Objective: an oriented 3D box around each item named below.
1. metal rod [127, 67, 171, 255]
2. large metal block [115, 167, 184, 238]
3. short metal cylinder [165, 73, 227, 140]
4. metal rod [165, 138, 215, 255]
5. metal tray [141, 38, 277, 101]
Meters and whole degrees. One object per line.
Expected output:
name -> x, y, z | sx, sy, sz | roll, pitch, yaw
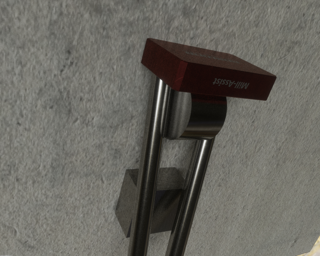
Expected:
metal rod -> -0.015, 0.065, 0.383 | 0.025, 0.025, 0.298 | 2, 102, -30
large metal block -> -0.012, 0.106, 0.450 | 0.081, 0.050, 0.079 | 2, 118, -30
short metal cylinder -> 0.036, -0.025, 0.379 | 0.050, 0.080, 0.079 | 2, 118, -30
metal rod -> 0.047, 0.068, 0.418 | 0.025, 0.025, 0.298 | 9, 99, -33
metal tray -> 0.055, -0.067, 0.356 | 0.131, 0.090, 0.030 | 2, 117, -30
